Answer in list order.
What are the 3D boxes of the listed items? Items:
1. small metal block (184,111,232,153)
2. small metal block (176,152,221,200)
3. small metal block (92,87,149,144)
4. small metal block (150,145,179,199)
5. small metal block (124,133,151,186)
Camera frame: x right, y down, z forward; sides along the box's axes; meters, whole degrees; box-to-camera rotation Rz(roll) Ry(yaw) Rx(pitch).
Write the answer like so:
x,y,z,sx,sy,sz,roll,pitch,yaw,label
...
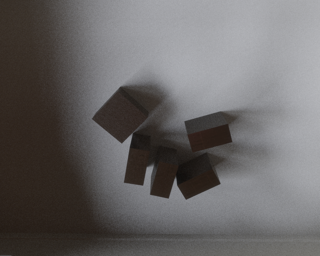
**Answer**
x,y,z,sx,sy,sz,roll,pitch,yaw,label
0.061,0.004,0.400,0.050,0.050,0.025,-15,110,5,small metal block
0.050,0.064,0.422,0.050,0.050,0.025,-27,108,9,small metal block
-0.051,-0.017,0.405,0.050,0.025,0.050,42,105,-14,small metal block
0.005,0.058,0.419,0.025,0.050,0.050,13,110,-5,small metal block
-0.029,0.041,0.413,0.025,0.050,0.050,10,110,-4,small metal block
